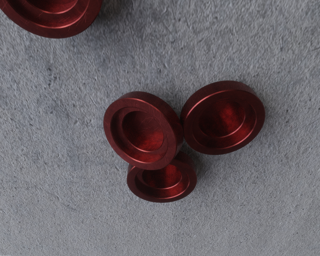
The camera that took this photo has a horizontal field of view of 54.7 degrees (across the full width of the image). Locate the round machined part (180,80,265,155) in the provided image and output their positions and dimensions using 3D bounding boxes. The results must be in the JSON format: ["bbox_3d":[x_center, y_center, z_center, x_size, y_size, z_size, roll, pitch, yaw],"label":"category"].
[{"bbox_3d":[0.072,-0.016,0.377,0.099,0.042,0.097,-5,130,-6],"label":"round machined part"}]

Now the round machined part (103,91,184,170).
[{"bbox_3d":[-0.016,0.000,0.379,0.098,0.042,0.097,14,125,21],"label":"round machined part"}]

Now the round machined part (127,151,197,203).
[{"bbox_3d":[0.003,0.062,0.449,0.099,0.042,0.097,0,130,0],"label":"round machined part"}]

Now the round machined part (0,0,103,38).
[{"bbox_3d":[-0.098,-0.136,0.280,0.099,0.042,0.097,0,130,0],"label":"round machined part"}]
